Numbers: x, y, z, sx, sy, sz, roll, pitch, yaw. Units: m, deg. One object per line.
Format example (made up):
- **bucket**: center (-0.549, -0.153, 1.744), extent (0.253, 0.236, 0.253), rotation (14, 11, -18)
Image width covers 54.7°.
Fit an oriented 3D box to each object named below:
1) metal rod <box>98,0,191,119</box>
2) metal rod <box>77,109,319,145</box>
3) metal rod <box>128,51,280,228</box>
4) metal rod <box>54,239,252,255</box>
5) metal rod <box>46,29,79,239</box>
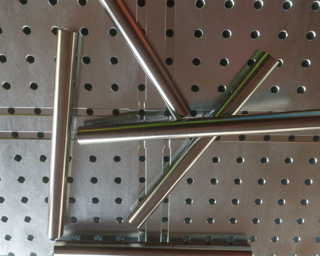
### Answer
- **metal rod**: center (-0.050, -0.136, 0.362), extent (0.025, 0.025, 0.299), rotation (-31, 108, 10)
- **metal rod**: center (0.042, 0.000, 0.391), extent (0.301, 0.025, 0.025), rotation (-4, 110, 10)
- **metal rod**: center (0.050, 0.026, 0.423), extent (0.025, 0.025, 0.299), rotation (34, 106, -12)
- **metal rod**: center (-0.010, 0.190, 0.483), extent (0.302, 0.025, 0.025), rotation (2, 110, -1)
- **metal rod**: center (-0.134, 0.022, 0.419), extent (0.025, 0.025, 0.298), rotation (9, 110, -4)
